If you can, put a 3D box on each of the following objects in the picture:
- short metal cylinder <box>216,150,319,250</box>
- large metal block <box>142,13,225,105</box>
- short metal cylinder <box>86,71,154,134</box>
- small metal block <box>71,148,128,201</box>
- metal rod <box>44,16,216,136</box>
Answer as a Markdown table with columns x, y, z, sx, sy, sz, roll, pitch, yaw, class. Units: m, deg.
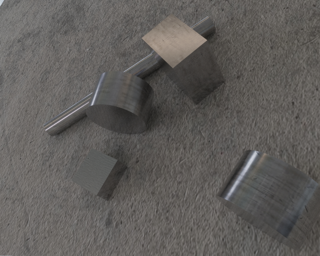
| x | y | z | sx | sy | sz | roll | pitch | yaw | class |
| --- | --- | --- | --- | --- | --- | --- | --- | --- | --- |
| 0.098 | 0.063 | 0.278 | 0.080 | 0.080 | 0.050 | 28 | 77 | 37 | short metal cylinder |
| 0.032 | -0.089 | 0.407 | 0.050 | 0.080 | 0.080 | -40 | 51 | 2 | large metal block |
| -0.052 | -0.032 | 0.416 | 0.080 | 0.080 | 0.050 | -1 | 62 | 28 | short metal cylinder |
| -0.080 | 0.061 | 0.409 | 0.050 | 0.025 | 0.050 | 19 | 72 | 35 | small metal block |
| -0.050 | -0.076 | 0.476 | 0.300 | 0.025 | 0.025 | -32 | 52 | 7 | metal rod |
